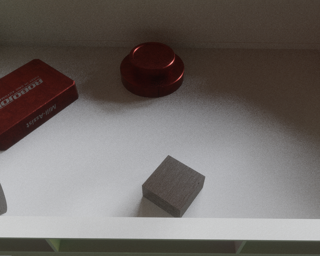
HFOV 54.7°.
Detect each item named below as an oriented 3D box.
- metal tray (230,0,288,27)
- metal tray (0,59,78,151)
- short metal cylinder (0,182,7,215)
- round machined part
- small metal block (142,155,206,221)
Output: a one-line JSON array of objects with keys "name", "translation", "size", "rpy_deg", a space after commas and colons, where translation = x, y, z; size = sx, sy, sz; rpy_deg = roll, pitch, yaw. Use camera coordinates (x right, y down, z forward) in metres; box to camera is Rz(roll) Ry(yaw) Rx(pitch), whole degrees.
[{"name": "metal tray", "translation": [0.191, -0.252, 0.618], "size": [0.091, 0.030, 0.130], "rpy_deg": [1, 50, 0]}, {"name": "metal tray", "translation": [-0.193, -0.038, 0.431], "size": [0.090, 0.030, 0.131], "rpy_deg": [32, 56, 23]}, {"name": "short metal cylinder", "translation": [-0.199, 0.062, 0.315], "size": [0.050, 0.080, 0.080], "rpy_deg": [-24, 54, -19]}, {"name": "round machined part", "translation": [-0.012, -0.095, 0.474], "size": [0.099, 0.042, 0.098], "rpy_deg": [0, 50, 0]}, {"name": "small metal block", "translation": [0.015, 0.066, 0.350], "size": [0.050, 0.025, 0.050], "rpy_deg": [29, 56, 22]}]
